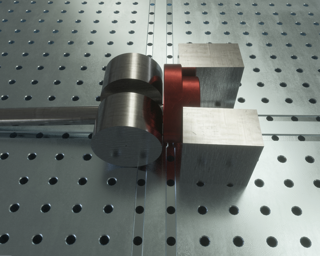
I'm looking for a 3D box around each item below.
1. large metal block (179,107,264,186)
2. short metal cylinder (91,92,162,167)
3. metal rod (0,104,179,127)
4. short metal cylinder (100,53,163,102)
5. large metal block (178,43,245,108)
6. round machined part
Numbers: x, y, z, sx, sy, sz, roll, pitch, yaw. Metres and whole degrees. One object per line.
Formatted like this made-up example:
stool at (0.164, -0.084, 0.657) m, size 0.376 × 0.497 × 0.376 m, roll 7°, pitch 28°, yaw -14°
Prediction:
large metal block at (0.064, 0.023, 0.354) m, size 0.080 × 0.080 × 0.050 m, roll 2°, pitch 50°, yaw 2°
short metal cylinder at (-0.037, 0.004, 0.367) m, size 0.080 × 0.080 × 0.050 m, roll 1°, pitch 51°, yaw 1°
metal rod at (-0.119, -0.016, 0.405) m, size 0.302 × 0.025 × 0.025 m, roll -1°, pitch 50°, yaw 4°
short metal cylinder at (-0.036, -0.053, 0.416) m, size 0.080 × 0.080 × 0.050 m, roll 1°, pitch 51°, yaw 0°
large metal block at (0.065, -0.069, 0.431) m, size 0.081 × 0.080 × 0.050 m, roll 0°, pitch 50°, yaw 0°
round machined part at (0.026, -0.030, 0.385) m, size 0.042 × 0.097 × 0.098 m, roll 1°, pitch 50°, yaw 1°
